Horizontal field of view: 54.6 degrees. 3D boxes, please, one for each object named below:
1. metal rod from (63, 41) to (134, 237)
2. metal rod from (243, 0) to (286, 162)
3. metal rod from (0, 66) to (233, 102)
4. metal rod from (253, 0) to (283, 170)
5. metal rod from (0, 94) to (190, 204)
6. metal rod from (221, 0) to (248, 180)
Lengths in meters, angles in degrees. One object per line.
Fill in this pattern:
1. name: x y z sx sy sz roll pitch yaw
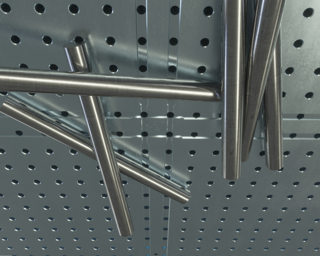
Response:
1. metal rod: -0.073 0.036 0.412 0.025 0.025 0.298 -6 121 5
2. metal rod: 0.105 -0.061 0.335 0.025 0.025 0.299 -3 138 3
3. metal rod: -0.056 -0.046 0.338 0.302 0.025 0.025 2 131 -15
4. metal rod: 0.130 -0.057 0.364 0.025 0.025 0.299 -12 129 10
5. metal rod: -0.076 0.041 0.445 0.301 0.025 0.025 31 123 -24
6. metal rod: 0.078 -0.065 0.329 0.025 0.025 0.298 -5 122 4
